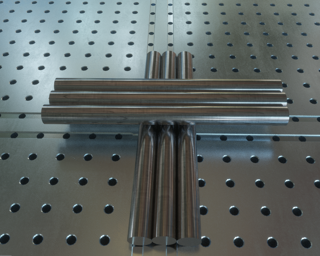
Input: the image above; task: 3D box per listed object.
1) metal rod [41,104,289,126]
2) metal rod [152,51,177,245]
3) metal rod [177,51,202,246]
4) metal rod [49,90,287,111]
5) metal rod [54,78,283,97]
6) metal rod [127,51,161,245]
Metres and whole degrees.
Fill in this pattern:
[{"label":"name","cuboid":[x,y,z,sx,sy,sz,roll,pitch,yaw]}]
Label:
[{"label":"metal rod","cuboid":[0.006,-0.016,0.389,0.302,0.025,0.025,0,50,0]},{"label":"metal rod","cuboid":[0.010,-0.001,0.409,0.025,0.025,0.300,2,50,1]},{"label":"metal rod","cuboid":[0.035,0.000,0.408,0.025,0.025,0.300,2,50,1]},{"label":"metal rod","cuboid":[0.010,-0.035,0.405,0.302,0.025,0.025,0,50,0]},{"label":"metal rod","cuboid":[0.011,-0.055,0.421,0.302,0.025,0.025,0,50,0]},{"label":"metal rod","cuboid":[-0.015,-0.001,0.408,0.025,0.025,0.300,2,50,1]}]
